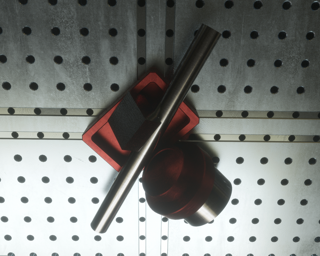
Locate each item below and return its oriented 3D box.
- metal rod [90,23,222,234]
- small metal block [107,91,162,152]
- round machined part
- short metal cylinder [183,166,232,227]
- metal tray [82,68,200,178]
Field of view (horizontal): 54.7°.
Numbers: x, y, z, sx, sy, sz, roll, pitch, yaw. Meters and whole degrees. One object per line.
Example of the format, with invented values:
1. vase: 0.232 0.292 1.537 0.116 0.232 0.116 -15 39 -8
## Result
1. metal rod: -0.014 0.014 0.386 0.025 0.025 0.298 27 108 -10
2. small metal block: -0.032 -0.008 0.373 0.025 0.050 0.050 11 127 -45
3. round machined part: 0.016 0.060 0.386 0.098 0.098 0.042 -44 127 14
4. short metal cylinder: 0.048 0.083 0.414 0.080 0.080 0.050 -41 105 13
5. metal tray: -0.025 -0.003 0.408 0.130 0.030 0.090 -41 106 13
